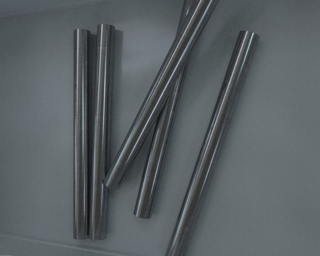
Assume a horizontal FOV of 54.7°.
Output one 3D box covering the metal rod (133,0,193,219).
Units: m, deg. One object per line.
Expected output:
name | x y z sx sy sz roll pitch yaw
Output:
metal rod | 0.011 -0.027 0.406 0.025 0.025 0.298 15 95 19

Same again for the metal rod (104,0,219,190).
metal rod | 0.001 -0.048 0.382 0.025 0.025 0.298 34 109 17

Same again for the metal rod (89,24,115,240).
metal rod | -0.082 0.006 0.439 0.025 0.025 0.298 3 91 20

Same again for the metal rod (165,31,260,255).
metal rod | 0.063 0.029 0.388 0.025 0.025 0.298 20 96 19

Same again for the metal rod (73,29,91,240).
metal rod | -0.113 0.009 0.450 0.025 0.025 0.298 0 90 20
